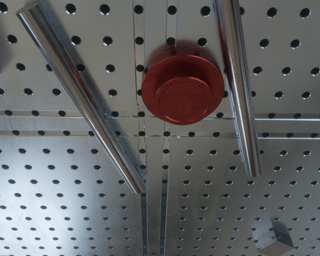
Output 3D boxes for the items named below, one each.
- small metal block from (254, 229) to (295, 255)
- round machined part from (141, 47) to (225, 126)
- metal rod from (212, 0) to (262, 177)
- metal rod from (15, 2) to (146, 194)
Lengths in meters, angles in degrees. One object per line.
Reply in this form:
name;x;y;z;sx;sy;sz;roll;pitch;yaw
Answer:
small metal block;0.224;0.229;0.610;0.050;0.025;0.050;28;125;-22
round machined part;0.027;-0.041;0.366;0.099;0.042;0.097;-1;130;0
metal rod;0.098;-0.044;0.375;0.025;0.025;0.299;-14;129;11
metal rod;-0.083;-0.012;0.399;0.025;0.025;0.299;-15;129;12
